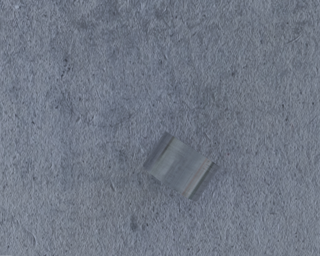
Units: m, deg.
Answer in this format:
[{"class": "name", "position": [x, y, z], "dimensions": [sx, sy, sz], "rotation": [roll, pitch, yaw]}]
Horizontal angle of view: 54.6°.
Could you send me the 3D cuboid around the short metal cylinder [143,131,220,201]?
[{"class": "short metal cylinder", "position": [0.026, 0.046, 0.383], "dimensions": [0.080, 0.080, 0.050], "rotation": [33, 90, 0]}]
